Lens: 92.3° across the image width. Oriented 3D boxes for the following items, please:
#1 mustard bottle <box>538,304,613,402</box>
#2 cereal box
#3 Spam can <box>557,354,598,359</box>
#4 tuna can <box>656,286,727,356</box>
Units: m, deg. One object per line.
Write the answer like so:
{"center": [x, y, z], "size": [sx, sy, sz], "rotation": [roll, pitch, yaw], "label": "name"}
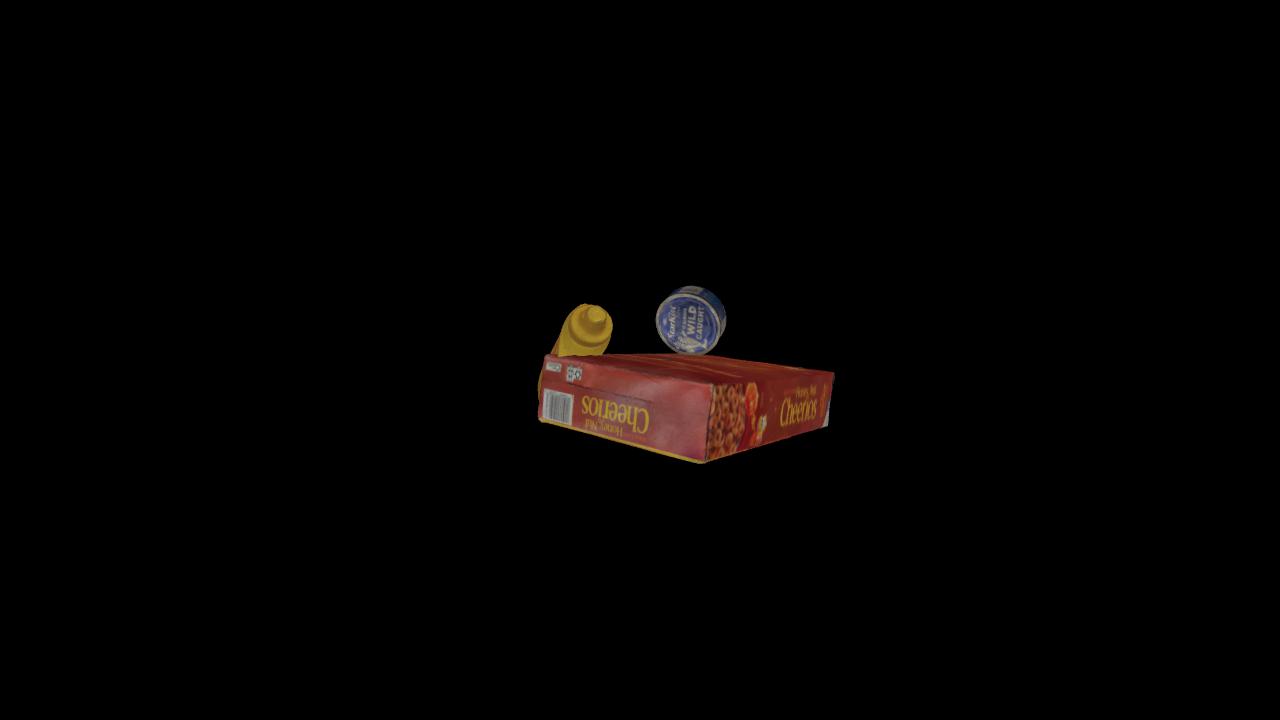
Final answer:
{"center": [-0.066, -0.011, 0.657], "size": [0.054, 0.092, 0.184], "rotation": [29, -27, -5], "label": "mustard bottle"}
{"center": [0.067, 0.039, 0.686], "size": [0.203, 0.081, 0.306], "rotation": [9, 6, 35], "label": "cereal box"}
{"center": [-0.003, 0.054, 0.725], "size": [0.085, 0.058, 0.101], "rotation": [-9, -31, 28], "label": "Spam can"}
{"center": [0.064, -0.049, 0.763], "size": [0.084, 0.084, 0.034], "rotation": [0, 27, 25], "label": "tuna can"}
